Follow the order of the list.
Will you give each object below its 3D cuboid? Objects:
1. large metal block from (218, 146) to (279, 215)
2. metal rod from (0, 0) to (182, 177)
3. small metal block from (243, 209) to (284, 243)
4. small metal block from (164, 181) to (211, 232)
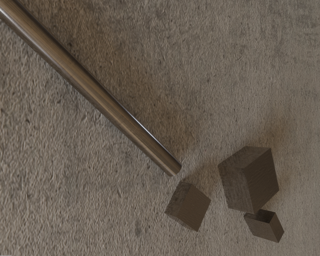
[{"bbox_3d":[0.149,0.084,0.517,0.081,0.050,0.080,-26,107,-37],"label":"large metal block"},{"bbox_3d":[-0.070,-0.038,0.347,0.300,0.025,0.025,46,62,-30],"label":"metal rod"},{"bbox_3d":[0.183,0.170,0.546,0.025,0.050,0.050,-45,117,-31],"label":"small metal block"},{"bbox_3d":[0.041,0.112,0.441,0.050,0.025,0.050,43,64,-32],"label":"small metal block"}]
